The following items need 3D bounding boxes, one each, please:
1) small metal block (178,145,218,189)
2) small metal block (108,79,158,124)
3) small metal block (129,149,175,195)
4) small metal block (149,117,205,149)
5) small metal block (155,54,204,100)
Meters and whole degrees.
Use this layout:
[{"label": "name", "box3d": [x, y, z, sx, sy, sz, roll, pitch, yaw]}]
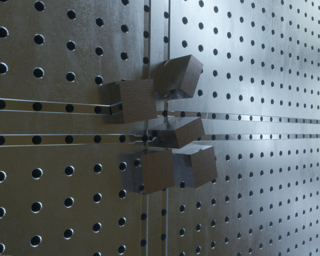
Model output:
[{"label": "small metal block", "box3d": [0.057, 0.056, 0.460, 0.050, 0.025, 0.050, -15, 100, -39]}, {"label": "small metal block", "box3d": [-0.033, -0.033, 0.383, 0.050, 0.025, 0.050, -12, 98, -40]}, {"label": "small metal block", "box3d": [-0.010, 0.055, 0.403, 0.050, 0.025, 0.050, -9, 96, -40]}, {"label": "small metal block", "box3d": [0.023, 0.005, 0.414, 0.050, 0.050, 0.025, -26, 107, -37]}, {"label": "small metal block", "box3d": [0.025, -0.067, 0.416, 0.025, 0.050, 0.050, 31, 71, -36]}]
